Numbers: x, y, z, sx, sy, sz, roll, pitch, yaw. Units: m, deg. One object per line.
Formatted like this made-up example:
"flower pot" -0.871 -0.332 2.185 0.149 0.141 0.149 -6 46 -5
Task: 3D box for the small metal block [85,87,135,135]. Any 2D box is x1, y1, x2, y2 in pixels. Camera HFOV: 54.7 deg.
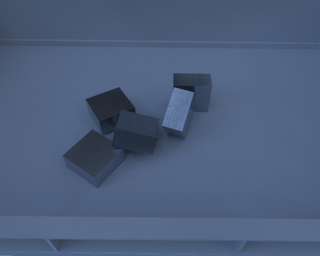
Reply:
"small metal block" -0.067 -0.024 0.423 0.050 0.025 0.050 -23 50 -19

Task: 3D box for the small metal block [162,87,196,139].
"small metal block" 0.025 -0.017 0.392 0.025 0.050 0.050 16 80 12

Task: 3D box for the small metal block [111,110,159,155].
"small metal block" -0.029 0.004 0.384 0.050 0.025 0.050 13 28 -5

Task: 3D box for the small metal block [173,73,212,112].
"small metal block" 0.043 -0.048 0.430 0.050 0.050 0.025 1 50 0

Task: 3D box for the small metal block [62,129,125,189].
"small metal block" -0.079 0.036 0.374 0.050 0.025 0.050 29 56 22
